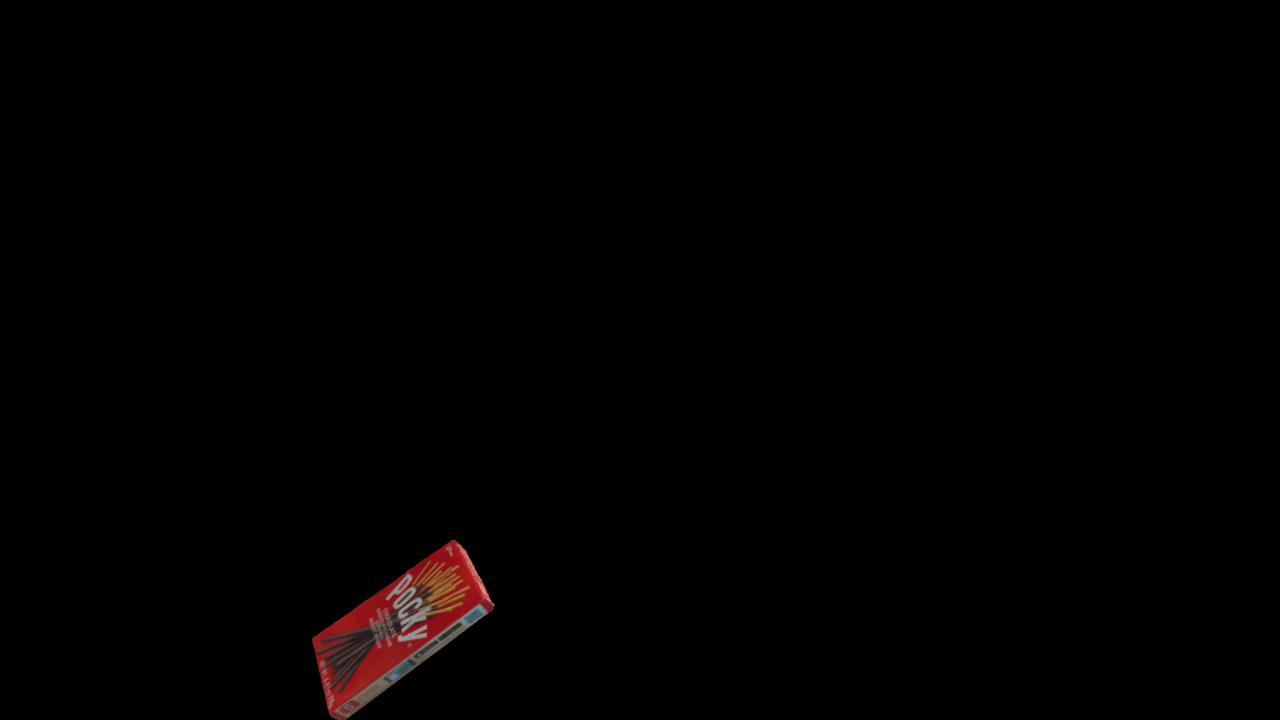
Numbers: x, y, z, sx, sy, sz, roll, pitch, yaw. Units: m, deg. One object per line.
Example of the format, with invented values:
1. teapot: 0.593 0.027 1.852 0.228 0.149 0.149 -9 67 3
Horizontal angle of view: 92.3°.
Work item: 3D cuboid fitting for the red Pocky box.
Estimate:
1. red Pocky box: -0.220 0.245 0.571 0.155 0.028 0.083 -34 44 -15
